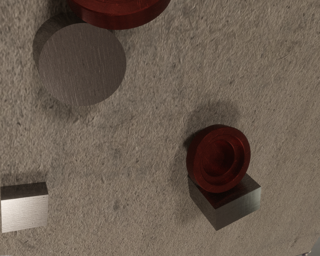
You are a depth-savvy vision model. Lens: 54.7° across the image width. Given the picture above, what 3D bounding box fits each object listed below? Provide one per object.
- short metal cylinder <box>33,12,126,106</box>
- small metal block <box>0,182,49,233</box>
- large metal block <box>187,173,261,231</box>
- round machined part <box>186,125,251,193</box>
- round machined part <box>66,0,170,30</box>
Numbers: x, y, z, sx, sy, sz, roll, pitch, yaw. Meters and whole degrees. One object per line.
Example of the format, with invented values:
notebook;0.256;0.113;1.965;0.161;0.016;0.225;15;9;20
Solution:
short metal cylinder;-0.080;-0.068;0.306;0.081;0.050;0.079;-14;125;-21
small metal block;-0.165;0.096;0.377;0.050;0.025;0.050;-2;120;-28
large metal block;0.100;0.102;0.491;0.081;0.080;0.050;-21;127;-16
round machined part;0.081;0.042;0.456;0.099;0.042;0.097;-5;103;-24
round machined part;-0.036;-0.128;0.274;0.098;0.098;0.042;-30;166;-10
